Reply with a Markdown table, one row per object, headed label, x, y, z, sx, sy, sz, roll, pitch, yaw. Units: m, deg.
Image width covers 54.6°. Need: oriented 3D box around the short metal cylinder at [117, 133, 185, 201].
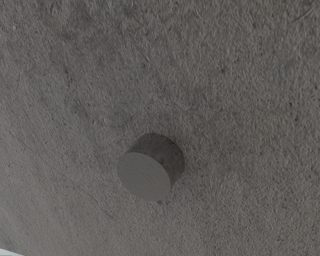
| label | x | y | z | sx | sy | sz | roll | pitch | yaw |
| --- | --- | --- | --- | --- | --- | --- | --- | --- | --- |
| short metal cylinder | -0.012 | 0.054 | 0.431 | 0.080 | 0.050 | 0.080 | 13 | 124 | 21 |
